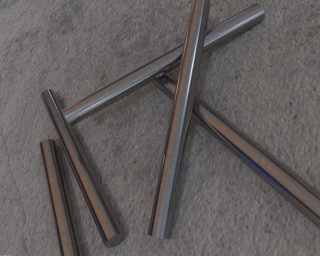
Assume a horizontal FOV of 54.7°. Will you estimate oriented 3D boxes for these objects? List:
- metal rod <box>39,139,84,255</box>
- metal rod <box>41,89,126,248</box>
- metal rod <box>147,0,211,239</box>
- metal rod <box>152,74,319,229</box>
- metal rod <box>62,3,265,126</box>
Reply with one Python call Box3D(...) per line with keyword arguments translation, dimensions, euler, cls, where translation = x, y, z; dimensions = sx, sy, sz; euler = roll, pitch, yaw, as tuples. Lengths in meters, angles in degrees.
Box3D(translation=(-0.115, 0.129, 0.383), dimensions=(0.025, 0.025, 0.300), euler=(-34, 52, 6), cls="metal rod")
Box3D(translation=(-0.122, 0.035, 0.444), dimensions=(0.025, 0.025, 0.300), euler=(-39, 51, 1), cls="metal rod")
Box3D(translation=(0.027, -0.024, 0.373), dimensions=(0.025, 0.025, 0.299), euler=(2, 72, 29), cls="metal rod")
Box3D(translation=(0.078, 0.008, 0.357), dimensions=(0.025, 0.025, 0.300), euler=(-43, 51, -2), cls="metal rod")
Box3D(translation=(0.008, -0.087, 0.421), dimensions=(0.301, 0.025, 0.025), euler=(-30, 52, -3), cls="metal rod")
